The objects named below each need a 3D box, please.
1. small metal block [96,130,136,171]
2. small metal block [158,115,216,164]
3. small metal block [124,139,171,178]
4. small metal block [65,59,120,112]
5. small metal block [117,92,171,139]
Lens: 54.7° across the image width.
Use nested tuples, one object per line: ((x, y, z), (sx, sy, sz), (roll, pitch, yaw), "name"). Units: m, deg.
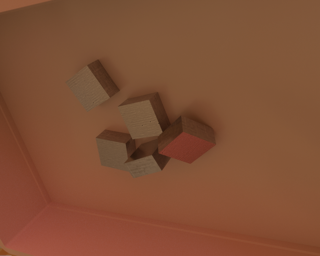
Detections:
((-0.064, 0.033, 0.461), (0.050, 0.025, 0.050), (9, 123, 23), "small metal block")
((0.032, 0.016, 0.385), (0.050, 0.025, 0.050), (21, 135, -27), "small metal block")
((-0.013, 0.039, 0.422), (0.050, 0.050, 0.025), (-20, 108, 35), "small metal block")
((-0.091, -0.057, 0.420), (0.050, 0.025, 0.050), (-25, 105, 36), "small metal block")
((-0.020, -0.015, 0.408), (0.050, 0.025, 0.050), (-9, 114, 32), "small metal block")
